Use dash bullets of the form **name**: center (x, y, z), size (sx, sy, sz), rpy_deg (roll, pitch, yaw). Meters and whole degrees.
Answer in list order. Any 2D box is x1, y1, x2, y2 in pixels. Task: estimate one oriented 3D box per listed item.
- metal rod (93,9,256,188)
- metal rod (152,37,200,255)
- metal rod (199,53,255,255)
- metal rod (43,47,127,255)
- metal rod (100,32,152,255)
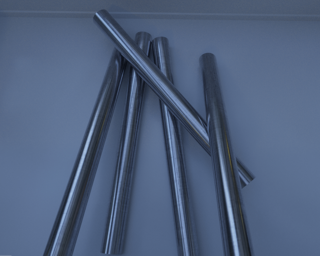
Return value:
- **metal rod**: center (0.009, -0.046, 0.398), size (0.025, 0.025, 0.300), rpy_deg (-36, 74, -12)
- **metal rod**: center (0.017, 0.013, 0.404), size (0.025, 0.025, 0.299), rpy_deg (-6, 70, -2)
- **metal rod**: center (0.067, 0.011, 0.345), size (0.025, 0.025, 0.300), rpy_deg (1, 47, 0)
- **metal rod**: center (-0.075, 0.007, 0.361), size (0.025, 0.025, 0.300), rpy_deg (7, 53, 3)
- **metal rod**: center (-0.040, 0.005, 0.407), size (0.025, 0.025, 0.299), rpy_deg (6, 70, 2)
